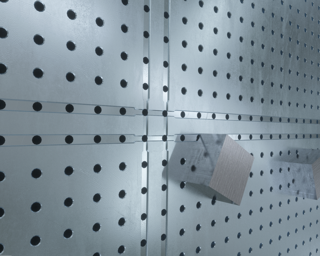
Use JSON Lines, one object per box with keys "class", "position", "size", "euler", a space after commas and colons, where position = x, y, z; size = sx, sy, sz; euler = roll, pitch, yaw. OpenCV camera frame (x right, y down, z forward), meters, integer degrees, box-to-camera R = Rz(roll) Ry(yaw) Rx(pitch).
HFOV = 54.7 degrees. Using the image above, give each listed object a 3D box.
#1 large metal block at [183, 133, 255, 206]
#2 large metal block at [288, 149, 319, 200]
{"class": "large metal block", "position": [0.091, 0.062, 0.472], "size": [0.080, 0.050, 0.080], "euler": [36, 68, -35]}
{"class": "large metal block", "position": [0.326, 0.098, 0.671], "size": [0.081, 0.050, 0.080], "euler": [-24, 106, -38]}
